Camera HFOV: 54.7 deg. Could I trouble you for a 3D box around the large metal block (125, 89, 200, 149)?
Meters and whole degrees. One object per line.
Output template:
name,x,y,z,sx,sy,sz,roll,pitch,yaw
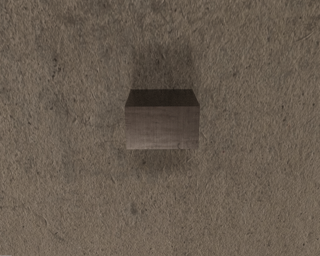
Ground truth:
large metal block,0.003,-0.013,0.376,0.081,0.080,0.050,0,110,0
